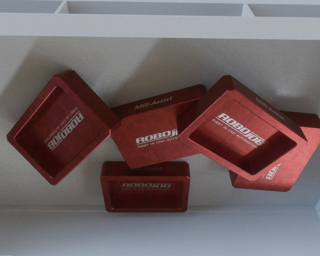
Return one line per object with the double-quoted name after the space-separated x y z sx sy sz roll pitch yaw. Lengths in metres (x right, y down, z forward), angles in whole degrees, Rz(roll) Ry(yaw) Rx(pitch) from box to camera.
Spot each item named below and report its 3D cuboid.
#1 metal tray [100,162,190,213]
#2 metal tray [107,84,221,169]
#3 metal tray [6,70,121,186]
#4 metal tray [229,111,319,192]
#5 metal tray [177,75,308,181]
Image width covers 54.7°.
-0.021 0.094 0.485 0.131 0.030 0.089 0 130 -1 "metal tray"
0.006 0.002 0.407 0.130 0.030 0.090 -14 129 11 "metal tray"
-0.121 0.003 0.384 0.090 0.030 0.130 47 118 -5 "metal tray"
0.160 0.036 0.438 0.091 0.030 0.129 5 130 -5 "metal tray"
0.097 0.006 0.371 0.131 0.030 0.090 30 124 -23 "metal tray"
